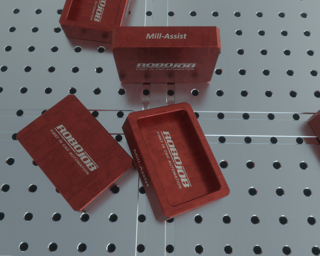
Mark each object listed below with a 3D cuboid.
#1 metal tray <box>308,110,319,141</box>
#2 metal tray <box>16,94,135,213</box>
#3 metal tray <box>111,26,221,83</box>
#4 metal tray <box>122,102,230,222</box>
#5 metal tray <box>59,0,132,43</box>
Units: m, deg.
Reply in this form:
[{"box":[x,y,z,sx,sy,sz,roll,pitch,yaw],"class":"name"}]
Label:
[{"box":[0.280,-0.001,0.410,0.131,0.030,0.090,-21,71,-8],"class":"metal tray"},{"box":[-0.106,0.031,0.397,0.090,0.030,0.130,-41,75,-14],"class":"metal tray"},{"box":[0.008,-0.094,0.411,0.131,0.090,0.030,0,70,0],"class":"metal tray"},{"box":[0.018,0.037,0.380,0.091,0.030,0.130,-13,69,-26],"class":"metal tray"},{"box":[-0.092,-0.198,0.481,0.090,0.030,0.130,9,70,3],"class":"metal tray"}]
